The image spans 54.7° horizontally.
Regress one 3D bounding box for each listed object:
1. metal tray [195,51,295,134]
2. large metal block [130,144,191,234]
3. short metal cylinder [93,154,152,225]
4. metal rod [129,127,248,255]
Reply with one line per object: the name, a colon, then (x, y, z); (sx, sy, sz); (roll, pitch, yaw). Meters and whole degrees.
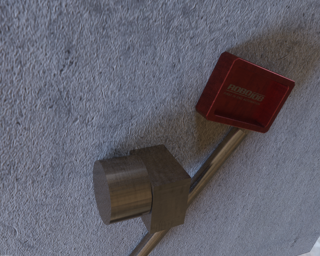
metal tray: (0.124, -0.046, 0.445); (0.131, 0.030, 0.089); (11, 113, -34)
large metal block: (-0.004, 0.080, 0.420); (0.050, 0.080, 0.079); (-9, 123, -24)
short metal cylinder: (-0.050, 0.077, 0.393); (0.050, 0.080, 0.079); (-7, 122, -25)
metal rod: (0.036, 0.121, 0.503); (0.025, 0.025, 0.299); (30, 101, -38)
